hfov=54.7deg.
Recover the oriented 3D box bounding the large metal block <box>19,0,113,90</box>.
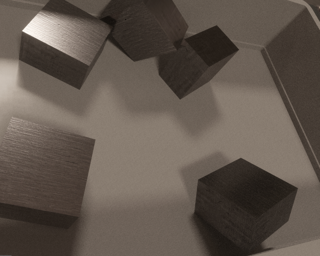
[{"bbox_3d":[-0.118,-0.108,0.393,0.080,0.050,0.080,27,52,-12],"label":"large metal block"}]

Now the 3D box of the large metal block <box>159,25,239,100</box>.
[{"bbox_3d":[0.057,-0.098,0.463,0.081,0.080,0.050,-34,81,-38],"label":"large metal block"}]

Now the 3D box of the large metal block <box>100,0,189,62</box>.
[{"bbox_3d":[-0.021,-0.144,0.425,0.080,0.080,0.050,47,53,-38],"label":"large metal block"}]

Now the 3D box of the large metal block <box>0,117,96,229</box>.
[{"bbox_3d":[-0.115,0.045,0.300,0.081,0.050,0.080,17,55,-19],"label":"large metal block"}]

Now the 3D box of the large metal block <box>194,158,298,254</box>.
[{"bbox_3d":[0.100,0.086,0.368,0.081,0.050,0.080,-19,34,-36],"label":"large metal block"}]
